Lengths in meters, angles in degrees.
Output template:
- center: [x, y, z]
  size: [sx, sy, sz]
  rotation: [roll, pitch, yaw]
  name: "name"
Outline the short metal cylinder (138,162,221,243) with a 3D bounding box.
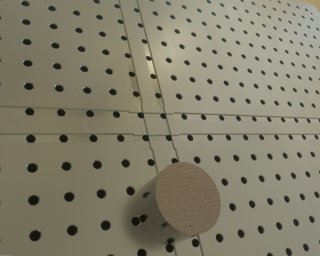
- center: [0.021, 0.085, 0.353]
  size: [0.081, 0.050, 0.080]
  rotation: [14, 56, -21]
  name: "short metal cylinder"
